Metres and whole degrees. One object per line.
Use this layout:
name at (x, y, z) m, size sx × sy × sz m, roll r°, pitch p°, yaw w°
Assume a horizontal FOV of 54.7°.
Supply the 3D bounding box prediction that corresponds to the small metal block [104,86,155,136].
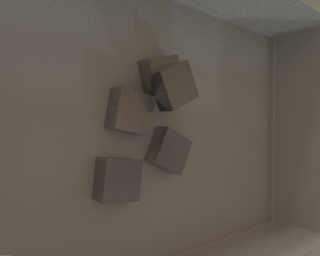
small metal block at (-0.036, -0.019, 0.378) m, size 0.050 × 0.025 × 0.050 m, roll 14°, pitch 81°, yaw -39°

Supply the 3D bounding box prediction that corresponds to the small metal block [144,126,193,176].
small metal block at (0.012, 0.031, 0.419) m, size 0.050 × 0.025 × 0.050 m, roll 33°, pitch 70°, yaw -36°

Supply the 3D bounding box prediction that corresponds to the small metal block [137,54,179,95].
small metal block at (0.002, -0.068, 0.410) m, size 0.050 × 0.025 × 0.050 m, roll -18°, pitch 102°, yaw -39°

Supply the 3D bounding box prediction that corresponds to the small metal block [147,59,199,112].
small metal block at (0.017, -0.053, 0.391) m, size 0.050 × 0.025 × 0.050 m, roll -31°, pitch 110°, yaw -36°

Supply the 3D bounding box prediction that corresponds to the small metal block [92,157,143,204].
small metal block at (-0.050, 0.061, 0.367) m, size 0.050 × 0.025 × 0.050 m, roll 8°, pitch 85°, yaw -40°
